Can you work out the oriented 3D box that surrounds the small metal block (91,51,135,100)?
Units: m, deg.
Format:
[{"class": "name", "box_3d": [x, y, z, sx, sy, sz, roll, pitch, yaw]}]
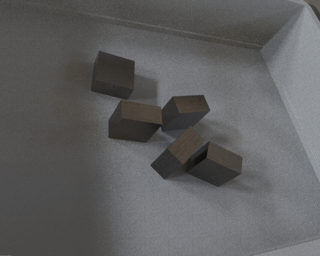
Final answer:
[{"class": "small metal block", "box_3d": [-0.063, -0.070, 0.416, 0.050, 0.025, 0.050, 13, 56, -22]}]

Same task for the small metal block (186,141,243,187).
[{"class": "small metal block", "box_3d": [0.070, 0.048, 0.400, 0.050, 0.050, 0.025, 25, 53, -13]}]

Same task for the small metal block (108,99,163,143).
[{"class": "small metal block", "box_3d": [-0.031, -0.007, 0.378, 0.050, 0.050, 0.025, 9, 58, -24]}]

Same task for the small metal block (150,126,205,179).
[{"class": "small metal block", "box_3d": [0.021, 0.031, 0.384, 0.025, 0.050, 0.050, 45, 51, 3]}]

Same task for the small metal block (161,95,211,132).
[{"class": "small metal block", "box_3d": [0.031, -0.020, 0.420, 0.050, 0.050, 0.025, -6, 65, -31]}]
